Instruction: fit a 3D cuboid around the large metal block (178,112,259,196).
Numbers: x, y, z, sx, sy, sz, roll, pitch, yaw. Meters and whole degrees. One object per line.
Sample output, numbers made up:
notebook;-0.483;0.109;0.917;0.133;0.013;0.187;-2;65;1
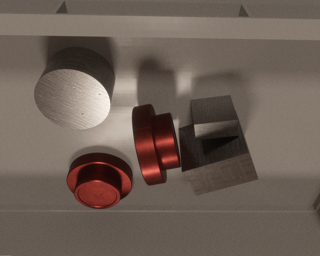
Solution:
large metal block;0.073;0.031;0.401;0.080;0.080;0.050;-18;128;14

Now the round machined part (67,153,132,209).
round machined part;-0.092;0.086;0.470;0.099;0.042;0.097;-1;130;0

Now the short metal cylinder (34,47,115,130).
short metal cylinder;-0.094;-0.045;0.353;0.081;0.050;0.079;0;130;0

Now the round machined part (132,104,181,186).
round machined part;-0.001;0.018;0.377;0.042;0.098;0.097;-11;130;5

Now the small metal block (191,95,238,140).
small metal block;0.066;-0.013;0.382;0.050;0.050;0.025;-7;130;5
